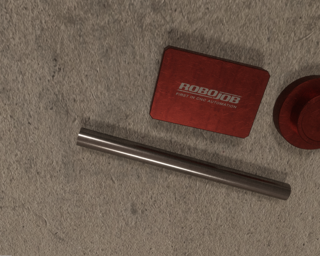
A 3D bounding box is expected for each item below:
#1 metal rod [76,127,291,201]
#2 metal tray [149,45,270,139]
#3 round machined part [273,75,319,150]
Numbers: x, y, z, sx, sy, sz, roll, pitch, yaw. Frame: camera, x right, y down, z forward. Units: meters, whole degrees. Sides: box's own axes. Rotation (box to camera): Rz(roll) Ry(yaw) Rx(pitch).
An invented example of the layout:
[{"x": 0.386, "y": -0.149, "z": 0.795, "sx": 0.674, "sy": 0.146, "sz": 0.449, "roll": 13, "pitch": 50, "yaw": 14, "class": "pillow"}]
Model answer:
[{"x": 0.037, "y": 0.052, "z": 0.429, "sx": 0.302, "sy": 0.025, "sz": 0.025, "roll": 16, "pitch": 109, "yaw": -6, "class": "metal rod"}, {"x": 0.060, "y": -0.045, "z": 0.392, "sx": 0.131, "sy": 0.030, "sz": 0.089, "roll": 12, "pitch": 110, "yaw": -5, "class": "metal tray"}, {"x": 0.202, "y": -0.016, "z": 0.398, "sx": 0.099, "sy": 0.042, "sz": 0.097, "roll": 0, "pitch": 110, "yaw": -1, "class": "round machined part"}]
